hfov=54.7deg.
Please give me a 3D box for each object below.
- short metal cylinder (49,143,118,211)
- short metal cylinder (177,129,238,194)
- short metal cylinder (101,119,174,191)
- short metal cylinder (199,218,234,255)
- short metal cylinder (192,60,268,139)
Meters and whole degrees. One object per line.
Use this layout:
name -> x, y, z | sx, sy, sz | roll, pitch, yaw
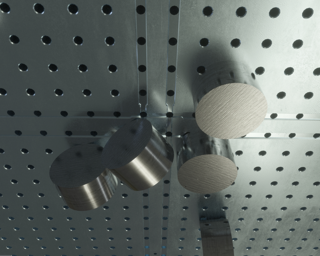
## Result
short metal cylinder -> -0.105, 0.067, 0.432 | 0.080, 0.080, 0.050 | -7, 130, 5
short metal cylinder -> 0.064, 0.048, 0.436 | 0.081, 0.050, 0.079 | 0, 130, 0
short metal cylinder -> -0.029, 0.034, 0.404 | 0.080, 0.080, 0.050 | -26, 125, 20
short metal cylinder -> 0.100, 0.203, 0.550 | 0.050, 0.080, 0.080 | -7, 130, 5
short metal cylinder -> 0.080, -0.033, 0.368 | 0.081, 0.050, 0.079 | 0, 130, 0
